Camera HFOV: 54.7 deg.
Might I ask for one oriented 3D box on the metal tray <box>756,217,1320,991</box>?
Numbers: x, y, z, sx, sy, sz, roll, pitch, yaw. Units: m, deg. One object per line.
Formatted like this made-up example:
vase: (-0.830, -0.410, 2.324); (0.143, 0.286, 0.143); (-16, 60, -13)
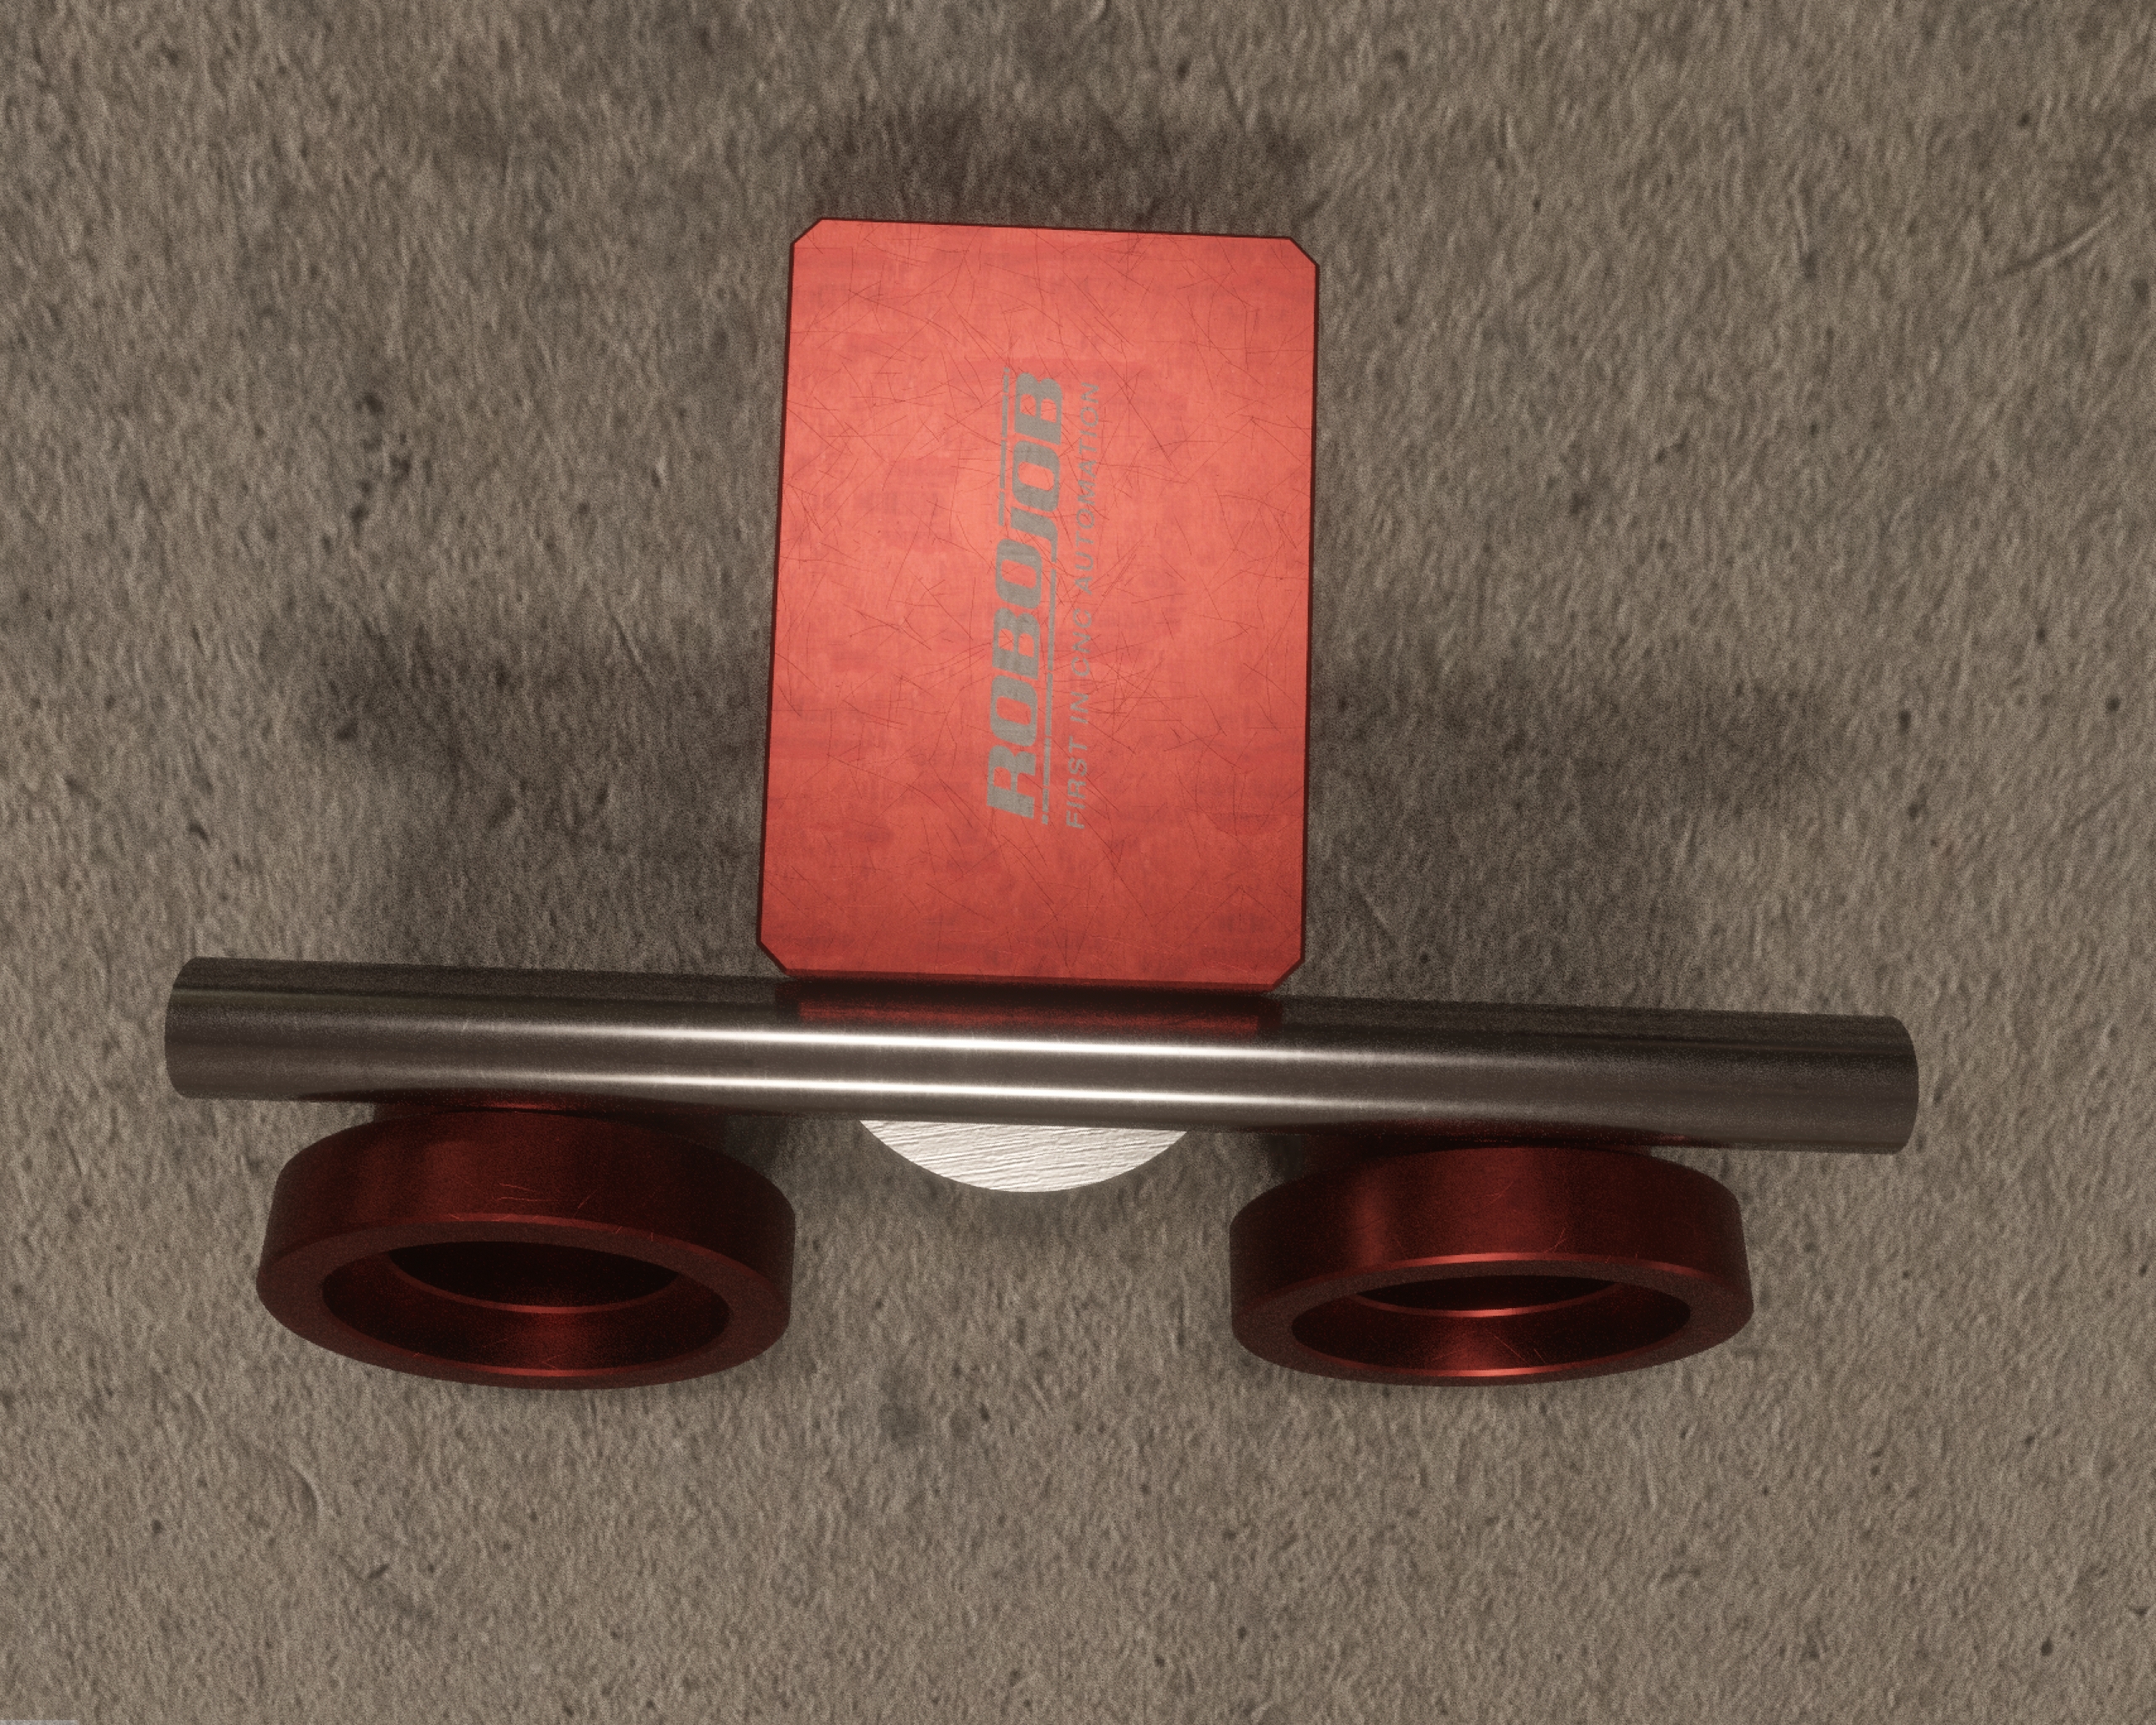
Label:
metal tray: (-0.006, -0.043, 0.364); (0.091, 0.030, 0.129); (2, 84, -2)

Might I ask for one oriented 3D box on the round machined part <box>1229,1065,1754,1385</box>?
round machined part: (0.079, 0.071, 0.411); (0.099, 0.042, 0.098); (0, 153, 0)

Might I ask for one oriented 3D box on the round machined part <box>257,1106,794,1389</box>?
round machined part: (-0.105, 0.068, 0.408); (0.099, 0.042, 0.098); (-1, 149, 0)

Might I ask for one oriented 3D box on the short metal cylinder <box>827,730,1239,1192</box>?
short metal cylinder: (-0.009, 0.016, 0.404); (0.081, 0.050, 0.079); (0, 110, -1)

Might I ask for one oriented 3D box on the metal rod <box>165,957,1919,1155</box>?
metal rod: (-0.005, 0.035, 0.371); (0.302, 0.025, 0.025); (2, 110, -2)
